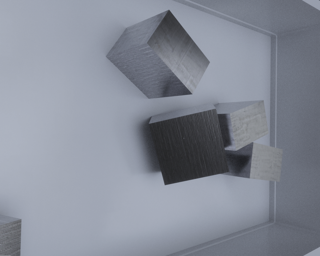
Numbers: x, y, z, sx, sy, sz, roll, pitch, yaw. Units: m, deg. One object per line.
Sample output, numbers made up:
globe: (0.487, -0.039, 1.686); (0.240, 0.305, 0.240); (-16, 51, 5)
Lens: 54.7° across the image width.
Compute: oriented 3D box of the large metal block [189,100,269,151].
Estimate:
large metal block: (0.098, -0.006, 0.452); (0.081, 0.080, 0.050); (-20, 103, -38)

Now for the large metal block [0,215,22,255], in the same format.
large metal block: (-0.160, 0.116, 0.239); (0.080, 0.050, 0.080); (3, 88, -63)

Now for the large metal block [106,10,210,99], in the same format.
large metal block: (-0.002, -0.082, 0.368); (0.080, 0.080, 0.050); (43, 64, -32)

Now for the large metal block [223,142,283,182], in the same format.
large metal block: (0.130, 0.051, 0.480); (0.081, 0.080, 0.050); (13, 82, -39)

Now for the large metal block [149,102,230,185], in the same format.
large metal block: (0.037, 0.019, 0.394); (0.080, 0.050, 0.080); (-13, 102, 5)
